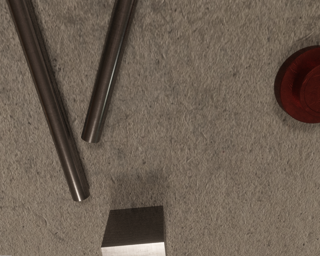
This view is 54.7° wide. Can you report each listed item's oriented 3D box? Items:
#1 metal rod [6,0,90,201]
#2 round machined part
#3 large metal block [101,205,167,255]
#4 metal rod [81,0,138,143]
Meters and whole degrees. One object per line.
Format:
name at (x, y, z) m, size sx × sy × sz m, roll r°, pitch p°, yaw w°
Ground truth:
metal rod at (-0.140, -0.039, 0.393) m, size 0.025 × 0.025 × 0.298 m, roll -10°, pitch 110°, yaw 3°
round machined part at (0.199, -0.051, 0.385) m, size 0.099 × 0.042 × 0.097 m, roll 0°, pitch 110°, yaw -1°
large metal block at (-0.033, 0.157, 0.438) m, size 0.080 × 0.080 × 0.050 m, roll -5°, pitch 110°, yaw 1°
metal rod at (-0.048, -0.119, 0.365) m, size 0.025 × 0.025 × 0.298 m, roll 16°, pitch 109°, yaw -7°
